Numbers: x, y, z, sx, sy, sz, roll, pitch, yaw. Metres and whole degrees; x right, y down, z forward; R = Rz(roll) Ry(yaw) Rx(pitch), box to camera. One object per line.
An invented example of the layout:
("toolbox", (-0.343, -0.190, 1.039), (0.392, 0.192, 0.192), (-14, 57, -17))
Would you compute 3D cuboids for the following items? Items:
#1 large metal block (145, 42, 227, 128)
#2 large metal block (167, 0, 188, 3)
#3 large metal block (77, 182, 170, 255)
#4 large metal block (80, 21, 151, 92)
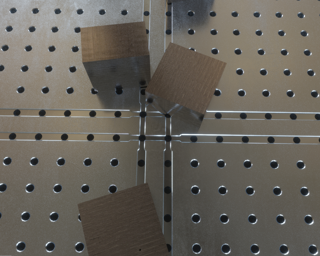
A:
("large metal block", (0.034, -0.057, 0.420), (0.080, 0.050, 0.080), (23, 71, 7))
("large metal block", (0.047, -0.245, 0.473), (0.081, 0.080, 0.050), (-11, 71, -4))
("large metal block", (-0.041, 0.117, 0.355), (0.081, 0.050, 0.080), (-16, 71, -6))
("large metal block", (-0.056, -0.093, 0.416), (0.081, 0.080, 0.050), (-7, 70, -3))
